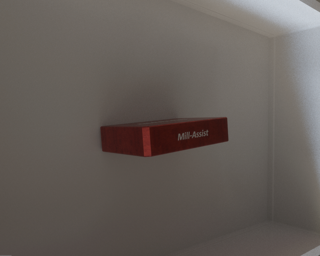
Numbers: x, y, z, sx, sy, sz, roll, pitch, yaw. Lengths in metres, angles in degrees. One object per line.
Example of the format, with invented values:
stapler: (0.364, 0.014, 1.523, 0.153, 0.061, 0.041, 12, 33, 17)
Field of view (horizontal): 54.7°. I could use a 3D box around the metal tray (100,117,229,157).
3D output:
metal tray: (0.007, 0.007, 0.372, 0.131, 0.090, 0.030, -7, 95, -40)
